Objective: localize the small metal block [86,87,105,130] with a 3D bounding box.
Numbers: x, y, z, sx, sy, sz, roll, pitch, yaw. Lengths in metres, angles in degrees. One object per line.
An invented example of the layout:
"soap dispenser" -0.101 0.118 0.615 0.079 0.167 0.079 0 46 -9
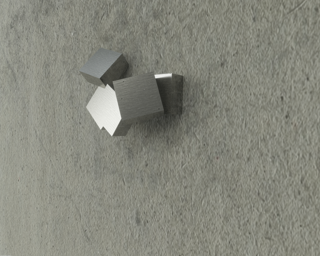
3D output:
"small metal block" -0.080 -0.032 0.469 0.050 0.025 0.050 -52 60 27

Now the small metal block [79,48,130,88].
"small metal block" -0.082 -0.088 0.457 0.050 0.025 0.050 24 68 37

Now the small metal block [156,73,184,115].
"small metal block" 0.002 -0.043 0.403 0.050 0.025 0.050 3 92 39

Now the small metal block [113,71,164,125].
"small metal block" -0.026 -0.036 0.377 0.050 0.025 0.050 -14 78 -2

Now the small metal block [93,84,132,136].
"small metal block" -0.058 -0.024 0.418 0.050 0.025 0.050 45 117 30
